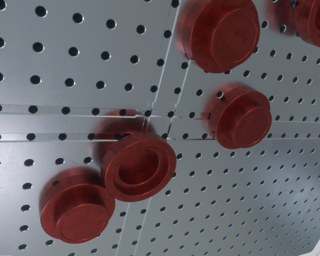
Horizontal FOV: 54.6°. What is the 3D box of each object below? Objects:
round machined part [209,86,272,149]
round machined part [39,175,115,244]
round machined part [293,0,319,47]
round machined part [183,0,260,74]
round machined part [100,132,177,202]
[{"bbox_3d":[0.126,-0.009,0.463,0.099,0.042,0.097,-14,124,-21],"label":"round machined part"},{"bbox_3d":[-0.106,0.114,0.412,0.099,0.042,0.097,-14,124,-21],"label":"round machined part"},{"bbox_3d":[0.223,-0.163,0.420,0.099,0.042,0.097,-14,124,-21],"label":"round machined part"},{"bbox_3d":[0.080,-0.112,0.374,0.099,0.042,0.097,-14,124,-21],"label":"round machined part"},{"bbox_3d":[-0.031,0.047,0.412,0.099,0.042,0.097,-14,124,-21],"label":"round machined part"}]
